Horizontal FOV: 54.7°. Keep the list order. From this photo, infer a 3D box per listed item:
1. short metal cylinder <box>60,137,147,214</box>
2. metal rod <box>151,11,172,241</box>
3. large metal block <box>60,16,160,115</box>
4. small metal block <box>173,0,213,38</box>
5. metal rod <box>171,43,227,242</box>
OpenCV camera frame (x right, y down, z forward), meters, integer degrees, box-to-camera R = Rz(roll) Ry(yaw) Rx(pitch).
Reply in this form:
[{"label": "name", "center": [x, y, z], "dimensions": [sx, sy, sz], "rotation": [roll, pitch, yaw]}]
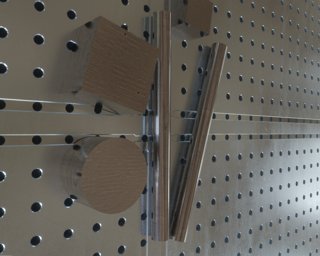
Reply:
[{"label": "short metal cylinder", "center": [-0.061, 0.050, 0.343], "dimensions": [0.081, 0.050, 0.079], "rotation": [0, 90, -40]}, {"label": "metal rod", "center": [0.002, -0.003, 0.412], "dimensions": [0.025, 0.025, 0.298], "rotation": [1, 90, -40]}, {"label": "large metal block", "center": [-0.055, -0.065, 0.349], "dimensions": [0.080, 0.050, 0.080], "rotation": [20, 78, -39]}, {"label": "small metal block", "center": [0.049, -0.166, 0.452], "dimensions": [0.050, 0.025, 0.050], "rotation": [12, 82, -40]}, {"label": "metal rod", "center": [0.059, 0.013, 0.460], "dimensions": [0.025, 0.025, 0.299], "rotation": [23, 75, -38]}]
